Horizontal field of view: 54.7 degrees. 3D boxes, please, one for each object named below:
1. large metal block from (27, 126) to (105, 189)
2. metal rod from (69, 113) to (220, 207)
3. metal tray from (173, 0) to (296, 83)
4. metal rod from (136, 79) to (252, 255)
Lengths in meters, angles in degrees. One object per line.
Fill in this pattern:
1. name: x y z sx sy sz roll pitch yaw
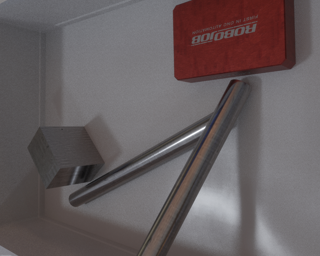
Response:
1. large metal block: -0.148 0.044 0.491 0.050 0.081 0.080 -50 61 28
2. metal rod: -0.038 0.056 0.435 0.299 0.025 0.025 -32 71 35
3. metal tray: 0.076 -0.103 0.340 0.130 0.030 0.089 -2 89 39
4. metal rod: 0.015 0.082 0.306 0.025 0.025 0.300 21 75 38
